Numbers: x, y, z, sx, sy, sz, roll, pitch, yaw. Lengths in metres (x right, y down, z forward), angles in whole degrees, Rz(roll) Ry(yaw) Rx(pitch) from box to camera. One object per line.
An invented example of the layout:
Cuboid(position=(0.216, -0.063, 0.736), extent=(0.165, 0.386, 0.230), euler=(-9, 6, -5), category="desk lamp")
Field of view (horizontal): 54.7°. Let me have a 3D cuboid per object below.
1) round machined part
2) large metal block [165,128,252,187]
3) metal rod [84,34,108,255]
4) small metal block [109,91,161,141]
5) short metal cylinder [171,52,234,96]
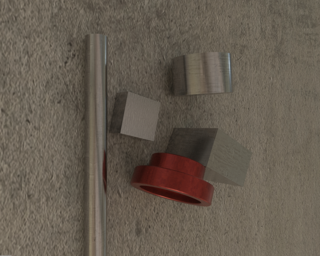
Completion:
Cuboid(position=(0.017, 0.061, 0.375), extent=(0.098, 0.098, 0.042), euler=(30, 67, -36), category="round machined part")
Cuboid(position=(0.065, 0.039, 0.426), extent=(0.080, 0.080, 0.050), euler=(31, 71, -36), category="large metal block")
Cuboid(position=(-0.072, 0.047, 0.346), extent=(0.025, 0.025, 0.298), euler=(0, 90, -40), category="metal rod")
Cuboid(position=(-0.030, -0.013, 0.381), extent=(0.050, 0.025, 0.050), euler=(16, 80, -39), category="small metal block")
Cuboid(position=(0.057, -0.070, 0.419), extent=(0.081, 0.080, 0.050), euler=(-7, 95, -40), category="short metal cylinder")
